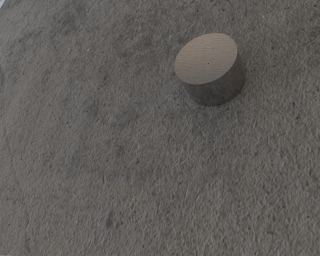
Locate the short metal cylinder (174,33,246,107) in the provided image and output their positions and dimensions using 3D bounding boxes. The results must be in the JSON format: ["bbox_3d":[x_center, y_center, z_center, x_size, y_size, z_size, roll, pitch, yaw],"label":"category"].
[{"bbox_3d":[0.065,-0.075,0.400,0.080,0.050,0.080,-13,56,21],"label":"short metal cylinder"}]
